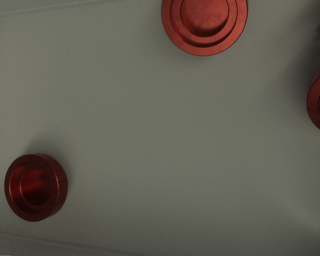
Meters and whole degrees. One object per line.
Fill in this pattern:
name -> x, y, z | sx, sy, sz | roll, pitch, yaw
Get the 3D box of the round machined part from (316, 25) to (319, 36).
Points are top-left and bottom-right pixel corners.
round machined part -> 0.209, -0.111, 0.299 | 0.098, 0.098, 0.042 | -37, 91, 16

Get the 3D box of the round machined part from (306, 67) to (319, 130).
round machined part -> 0.203, -0.036, 0.313 | 0.098, 0.042, 0.097 | 14, 132, 16

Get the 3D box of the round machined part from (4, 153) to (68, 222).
round machined part -> -0.179, 0.086, 0.465 | 0.098, 0.042, 0.097 | 0, 90, 20

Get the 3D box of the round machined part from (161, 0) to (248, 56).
round machined part -> 0.054, -0.139, 0.368 | 0.098, 0.042, 0.097 | 8, 121, 13
